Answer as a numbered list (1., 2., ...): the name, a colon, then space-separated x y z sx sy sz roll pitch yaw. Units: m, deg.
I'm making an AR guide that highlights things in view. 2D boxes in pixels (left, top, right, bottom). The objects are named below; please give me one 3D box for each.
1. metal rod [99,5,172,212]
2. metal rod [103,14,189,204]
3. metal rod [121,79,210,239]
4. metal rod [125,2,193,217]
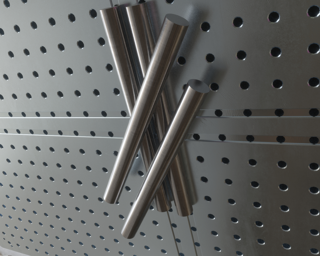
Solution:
1. metal rod: -0.026 -0.008 0.421 0.025 0.025 0.298 1 119 28
2. metal rod: -0.030 0.001 0.397 0.025 0.025 0.298 30 128 9
3. metal rod: -0.005 0.063 0.421 0.025 0.025 0.298 30 128 9
4. metal rod: 0.005 -0.005 0.406 0.025 0.025 0.298 1 119 28
